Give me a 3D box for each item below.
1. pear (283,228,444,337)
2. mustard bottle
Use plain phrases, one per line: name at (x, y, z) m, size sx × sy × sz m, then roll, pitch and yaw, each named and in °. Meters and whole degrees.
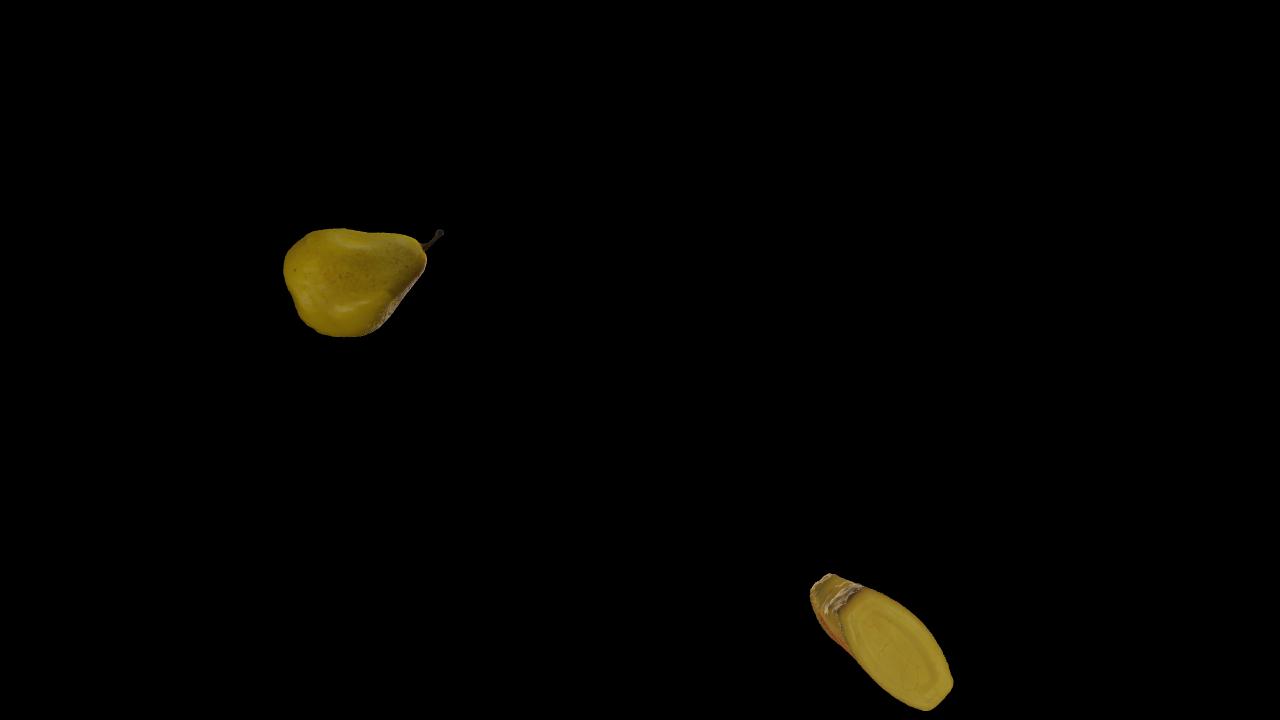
pear at (-0.194, -0.062, 0.450) m, size 0.111 × 0.080 × 0.080 m, roll -18°, pitch 4°, yaw -14°
mustard bottle at (0.187, 0.223, 0.519) m, size 0.092 × 0.054 × 0.184 m, roll 42°, pitch -7°, yaw 11°
